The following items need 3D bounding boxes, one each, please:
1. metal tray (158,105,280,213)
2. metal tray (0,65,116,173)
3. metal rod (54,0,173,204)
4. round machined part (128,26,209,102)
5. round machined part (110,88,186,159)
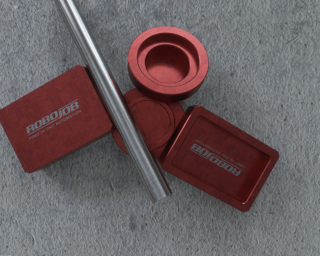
[{"bbox_3d":[0.075,0.039,0.398,0.131,0.030,0.090,29,90,-11],"label":"metal tray"},{"bbox_3d":[-0.130,-0.010,0.397,0.130,0.030,0.090,-28,87,8],"label":"metal tray"},{"bbox_3d":[-0.064,-0.051,0.377,0.025,0.025,0.299,-27,77,0],"label":"metal rod"},{"bbox_3d":[0.008,-0.076,0.392,0.099,0.042,0.098,3,68,-6],"label":"round machined part"},{"bbox_3d":[-0.015,-0.007,0.403,0.099,0.042,0.097,0,90,0],"label":"round machined part"}]
